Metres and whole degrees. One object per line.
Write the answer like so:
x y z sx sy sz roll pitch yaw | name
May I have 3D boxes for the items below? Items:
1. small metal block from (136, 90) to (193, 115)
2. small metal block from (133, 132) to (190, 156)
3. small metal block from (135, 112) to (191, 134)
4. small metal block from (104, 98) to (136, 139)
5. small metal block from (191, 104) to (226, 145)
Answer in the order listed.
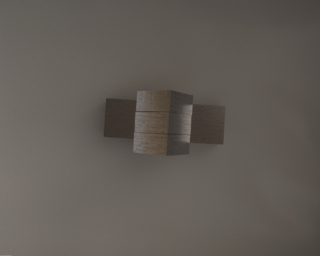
0.006 -0.031 0.387 0.050 0.050 0.025 3 90 36 | small metal block
0.003 0.019 0.387 0.050 0.050 0.025 2 90 36 | small metal block
0.004 -0.006 0.387 0.050 0.050 0.025 2 90 36 | small metal block
-0.045 -0.012 0.409 0.050 0.025 0.050 4 90 -1 | small metal block
0.058 -0.005 0.411 0.050 0.025 0.050 3 90 -1 | small metal block
